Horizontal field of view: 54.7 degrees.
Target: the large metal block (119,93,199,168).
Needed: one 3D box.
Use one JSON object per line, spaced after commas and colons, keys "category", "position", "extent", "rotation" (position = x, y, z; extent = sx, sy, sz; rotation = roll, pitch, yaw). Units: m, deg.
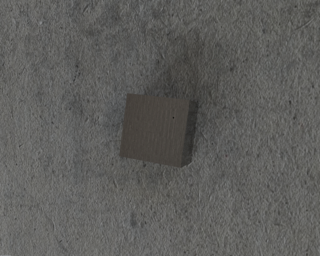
{"category": "large metal block", "position": [0.000, 0.001, 0.396], "extent": [0.080, 0.050, 0.079], "rotation": [8, 93, 19]}
